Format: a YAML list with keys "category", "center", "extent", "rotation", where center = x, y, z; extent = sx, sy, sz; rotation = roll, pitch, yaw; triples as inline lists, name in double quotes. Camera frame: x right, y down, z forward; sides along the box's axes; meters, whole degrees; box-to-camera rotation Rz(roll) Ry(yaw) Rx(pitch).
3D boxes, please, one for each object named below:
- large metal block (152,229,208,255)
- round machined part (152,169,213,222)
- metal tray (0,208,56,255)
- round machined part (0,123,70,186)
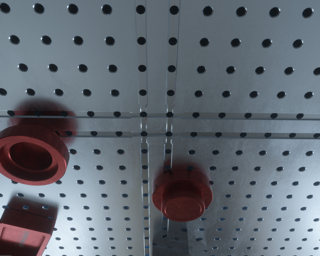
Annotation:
- category: "large metal block"
  center: [0.041, 0.252, 0.610]
  extent: [0.080, 0.050, 0.080]
  rotation: [-27, 125, 21]
- category: "round machined part"
  center: [0.036, 0.115, 0.498]
  extent: [0.099, 0.042, 0.097]
  rotation: [0, 130, 0]
- category: "metal tray"
  center: [-0.259, 0.208, 0.582]
  extent: [0.091, 0.030, 0.129]
  rotation: [20, 127, -17]
- category: "round machined part"
  center: [-0.175, 0.032, 0.426]
  extent: [0.099, 0.042, 0.097]
  rotation: [0, 130, 0]
